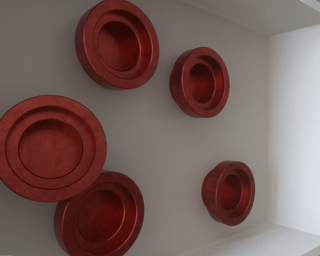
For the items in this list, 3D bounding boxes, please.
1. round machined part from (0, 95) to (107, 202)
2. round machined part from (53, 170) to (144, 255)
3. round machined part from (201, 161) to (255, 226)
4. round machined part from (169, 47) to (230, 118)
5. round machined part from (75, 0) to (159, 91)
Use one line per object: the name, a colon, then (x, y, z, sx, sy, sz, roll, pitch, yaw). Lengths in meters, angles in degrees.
round machined part: (-0.104, 0.021, 0.296, 0.099, 0.042, 0.098, 6, 74, -23)
round machined part: (-0.069, 0.095, 0.340, 0.099, 0.042, 0.097, 0, 90, -40)
round machined part: (0.103, 0.099, 0.485, 0.099, 0.042, 0.097, 0, 90, -40)
round machined part: (0.052, -0.063, 0.441, 0.099, 0.042, 0.097, 0, 90, -40)
round machined part: (-0.051, -0.091, 0.354, 0.099, 0.042, 0.097, 0, 90, -40)
